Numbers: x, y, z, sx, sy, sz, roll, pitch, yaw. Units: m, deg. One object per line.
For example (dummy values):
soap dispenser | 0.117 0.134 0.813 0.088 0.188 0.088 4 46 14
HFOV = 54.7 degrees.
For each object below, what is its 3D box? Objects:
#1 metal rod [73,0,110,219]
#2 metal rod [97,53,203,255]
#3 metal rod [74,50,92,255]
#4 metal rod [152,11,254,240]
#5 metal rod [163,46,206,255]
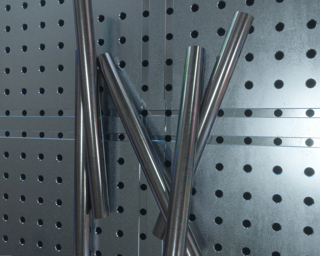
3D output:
metal rod | -0.094 -0.023 0.429 0.025 0.025 0.298 -2 95 19
metal rod | -0.019 0.032 0.399 0.025 0.025 0.299 -30 73 17
metal rod | -0.111 0.037 0.450 0.025 0.025 0.298 1 90 19
metal rod | 0.052 0.003 0.393 0.025 0.025 0.298 22 97 18
metal rod | 0.028 0.045 0.363 0.025 0.025 0.299 3 76 19
